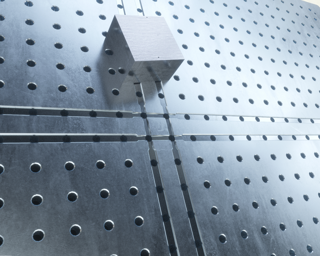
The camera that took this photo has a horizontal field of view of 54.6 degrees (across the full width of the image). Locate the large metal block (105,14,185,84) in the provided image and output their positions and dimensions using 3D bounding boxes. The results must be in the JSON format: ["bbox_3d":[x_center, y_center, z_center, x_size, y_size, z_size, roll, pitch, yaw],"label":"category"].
[{"bbox_3d":[-0.024,-0.114,0.449,0.081,0.050,0.080,-10,67,-32],"label":"large metal block"}]
